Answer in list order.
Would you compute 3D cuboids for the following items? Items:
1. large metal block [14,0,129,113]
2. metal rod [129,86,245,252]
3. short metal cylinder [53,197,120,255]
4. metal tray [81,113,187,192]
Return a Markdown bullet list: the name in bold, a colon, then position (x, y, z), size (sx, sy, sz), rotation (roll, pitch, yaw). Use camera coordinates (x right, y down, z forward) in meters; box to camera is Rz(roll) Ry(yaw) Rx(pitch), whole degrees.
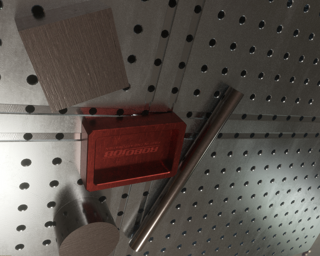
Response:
- **large metal block**: position (-0.084, -0.073, 0.305), size (0.081, 0.050, 0.080), rotation (-22, 127, -16)
- **metal rod**: position (0.034, 0.071, 0.475), size (0.025, 0.025, 0.298), rotation (21, 107, -36)
- **short metal cylinder**: position (-0.103, 0.143, 0.429), size (0.081, 0.050, 0.079), rotation (-14, 125, -21)
- **metal tray**: position (-0.035, 0.030, 0.408), size (0.131, 0.030, 0.089), rotation (-6, 121, -26)
